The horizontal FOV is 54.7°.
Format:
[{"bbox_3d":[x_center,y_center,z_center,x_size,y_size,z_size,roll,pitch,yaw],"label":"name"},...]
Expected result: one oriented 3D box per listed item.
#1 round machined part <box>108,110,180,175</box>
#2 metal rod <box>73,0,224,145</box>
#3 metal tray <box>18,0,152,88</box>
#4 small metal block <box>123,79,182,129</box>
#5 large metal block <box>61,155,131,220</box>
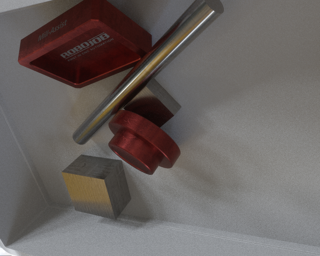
[{"bbox_3d":[-0.026,0.024,0.396,0.098,0.042,0.098,31,162,12],"label":"round machined part"},{"bbox_3d":[-0.039,-0.048,0.375,0.025,0.025,0.299,48,135,-6],"label":"metal rod"},{"bbox_3d":[-0.086,-0.090,0.356,0.130,0.090,0.030,-14,68,33],"label":"metal tray"},{"bbox_3d":[-0.010,-0.026,0.396,0.050,0.025,0.050,46,129,-5],"label":"small metal block"},{"bbox_3d":[-0.101,0.094,0.502,0.080,0.050,0.079,5,121,25],"label":"large metal block"}]
